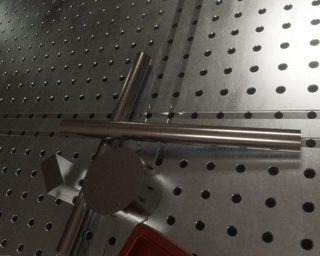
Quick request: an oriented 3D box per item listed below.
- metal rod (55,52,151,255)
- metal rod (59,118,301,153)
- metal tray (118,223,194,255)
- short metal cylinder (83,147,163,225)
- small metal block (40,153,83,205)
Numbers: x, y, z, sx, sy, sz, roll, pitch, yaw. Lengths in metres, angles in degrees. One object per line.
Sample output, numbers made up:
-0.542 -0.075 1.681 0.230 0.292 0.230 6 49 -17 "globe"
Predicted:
-0.070 0.020 0.430 0.025 0.025 0.300 5 64 30 "metal rod"
0.007 0.006 0.378 0.301 0.025 0.025 3 63 22 "metal rod"
0.008 0.164 0.298 0.130 0.030 0.090 23 74 36 "metal tray"
-0.044 0.070 0.371 0.080 0.050 0.080 -13 56 20 "short metal cylinder"
-0.128 0.069 0.416 0.025 0.050 0.050 -36 52 5 "small metal block"
